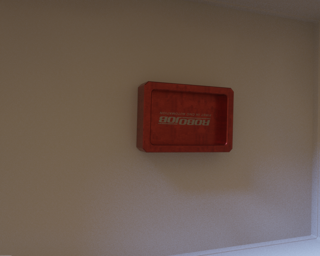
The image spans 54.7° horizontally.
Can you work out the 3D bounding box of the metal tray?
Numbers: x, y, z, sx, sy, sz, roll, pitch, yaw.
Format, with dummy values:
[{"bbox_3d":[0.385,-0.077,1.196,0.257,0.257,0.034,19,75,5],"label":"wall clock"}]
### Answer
[{"bbox_3d":[0.036,-0.013,0.422,0.131,0.030,0.089,2,90,-21],"label":"metal tray"}]
